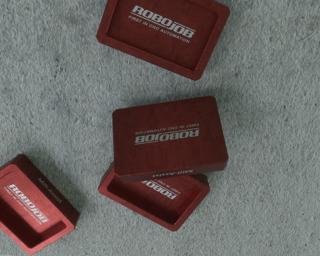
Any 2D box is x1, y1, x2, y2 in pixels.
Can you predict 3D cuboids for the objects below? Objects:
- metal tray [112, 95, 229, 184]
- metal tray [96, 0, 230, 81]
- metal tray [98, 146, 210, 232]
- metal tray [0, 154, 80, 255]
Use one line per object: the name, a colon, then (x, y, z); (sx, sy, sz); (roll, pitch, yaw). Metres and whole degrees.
metal tray: (0.010, 0.014, 0.382); (0.131, 0.090, 0.030); (-8, 153, 3)
metal tray: (0.003, -0.121, 0.362); (0.131, 0.030, 0.089); (21, 109, -8)
metal tray: (-0.008, 0.079, 0.436); (0.130, 0.030, 0.090); (31, 107, -11)
metal tray: (-0.193, 0.112, 0.446); (0.090, 0.030, 0.130); (-33, 107, 11)
